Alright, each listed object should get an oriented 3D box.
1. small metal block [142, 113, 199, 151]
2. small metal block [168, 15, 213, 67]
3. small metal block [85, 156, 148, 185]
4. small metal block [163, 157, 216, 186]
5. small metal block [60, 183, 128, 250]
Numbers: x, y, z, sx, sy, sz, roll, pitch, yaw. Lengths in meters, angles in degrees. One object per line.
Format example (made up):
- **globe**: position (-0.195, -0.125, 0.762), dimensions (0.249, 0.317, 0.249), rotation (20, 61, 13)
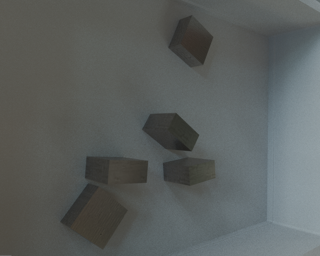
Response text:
- **small metal block**: position (0.014, 0.005, 0.404), dimensions (0.050, 0.050, 0.025), rotation (41, 65, -33)
- **small metal block**: position (0.045, -0.124, 0.447), dimensions (0.050, 0.025, 0.050), rotation (33, 70, -36)
- **small metal block**: position (-0.049, 0.047, 0.351), dimensions (0.050, 0.050, 0.025), rotation (6, 86, -40)
- **small metal block**: position (0.040, 0.058, 0.426), dimensions (0.050, 0.050, 0.025), rotation (-7, 95, -40)
- **small metal block**: position (-0.073, 0.099, 0.348), dimensions (0.050, 0.025, 0.050), rotation (48, 61, -29)
